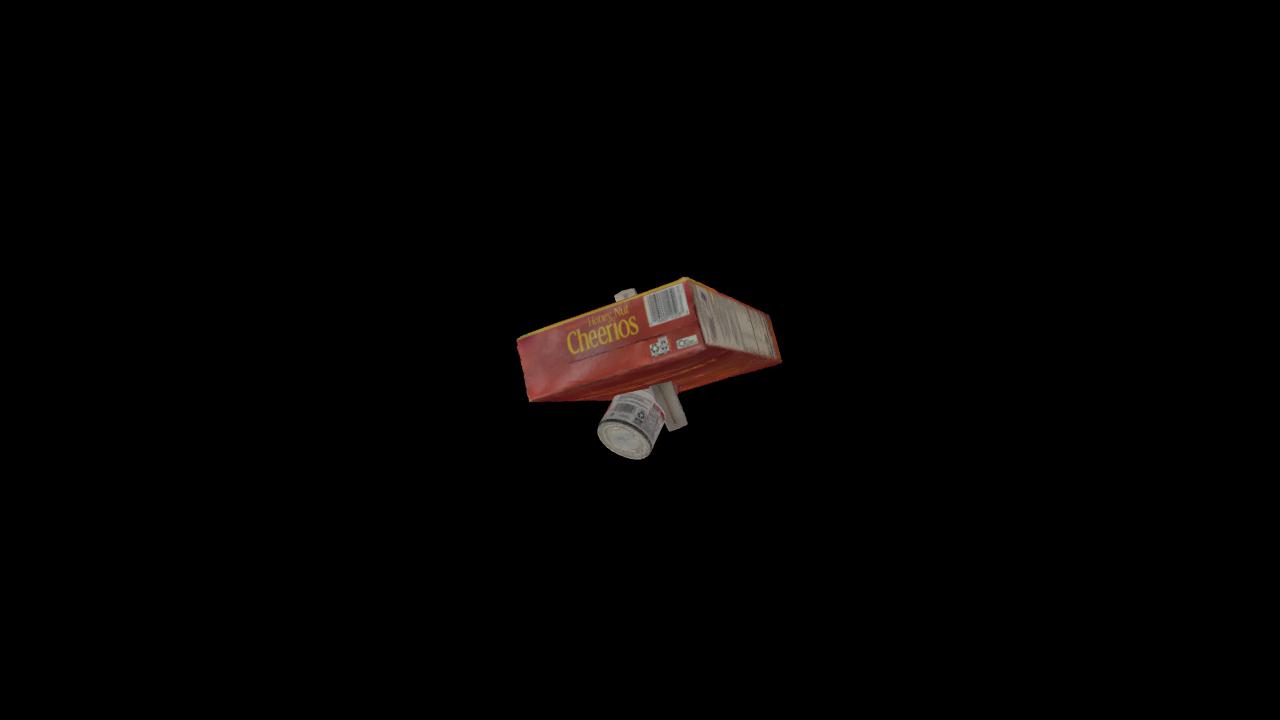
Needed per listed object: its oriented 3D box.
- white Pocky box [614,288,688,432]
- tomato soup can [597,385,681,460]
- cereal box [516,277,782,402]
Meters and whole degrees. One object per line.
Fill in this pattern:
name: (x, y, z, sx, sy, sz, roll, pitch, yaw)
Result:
white Pocky box: (0.013, 0.002, 0.701, 0.028, 0.154, 0.084, -22, 37, 1)
tomato soup can: (0.000, 0.057, 0.713, 0.068, 0.068, 0.101, 0, 43, 30)
cereal box: (0.030, -0.009, 0.723, 0.203, 0.081, 0.306, -17, -10, 24)
